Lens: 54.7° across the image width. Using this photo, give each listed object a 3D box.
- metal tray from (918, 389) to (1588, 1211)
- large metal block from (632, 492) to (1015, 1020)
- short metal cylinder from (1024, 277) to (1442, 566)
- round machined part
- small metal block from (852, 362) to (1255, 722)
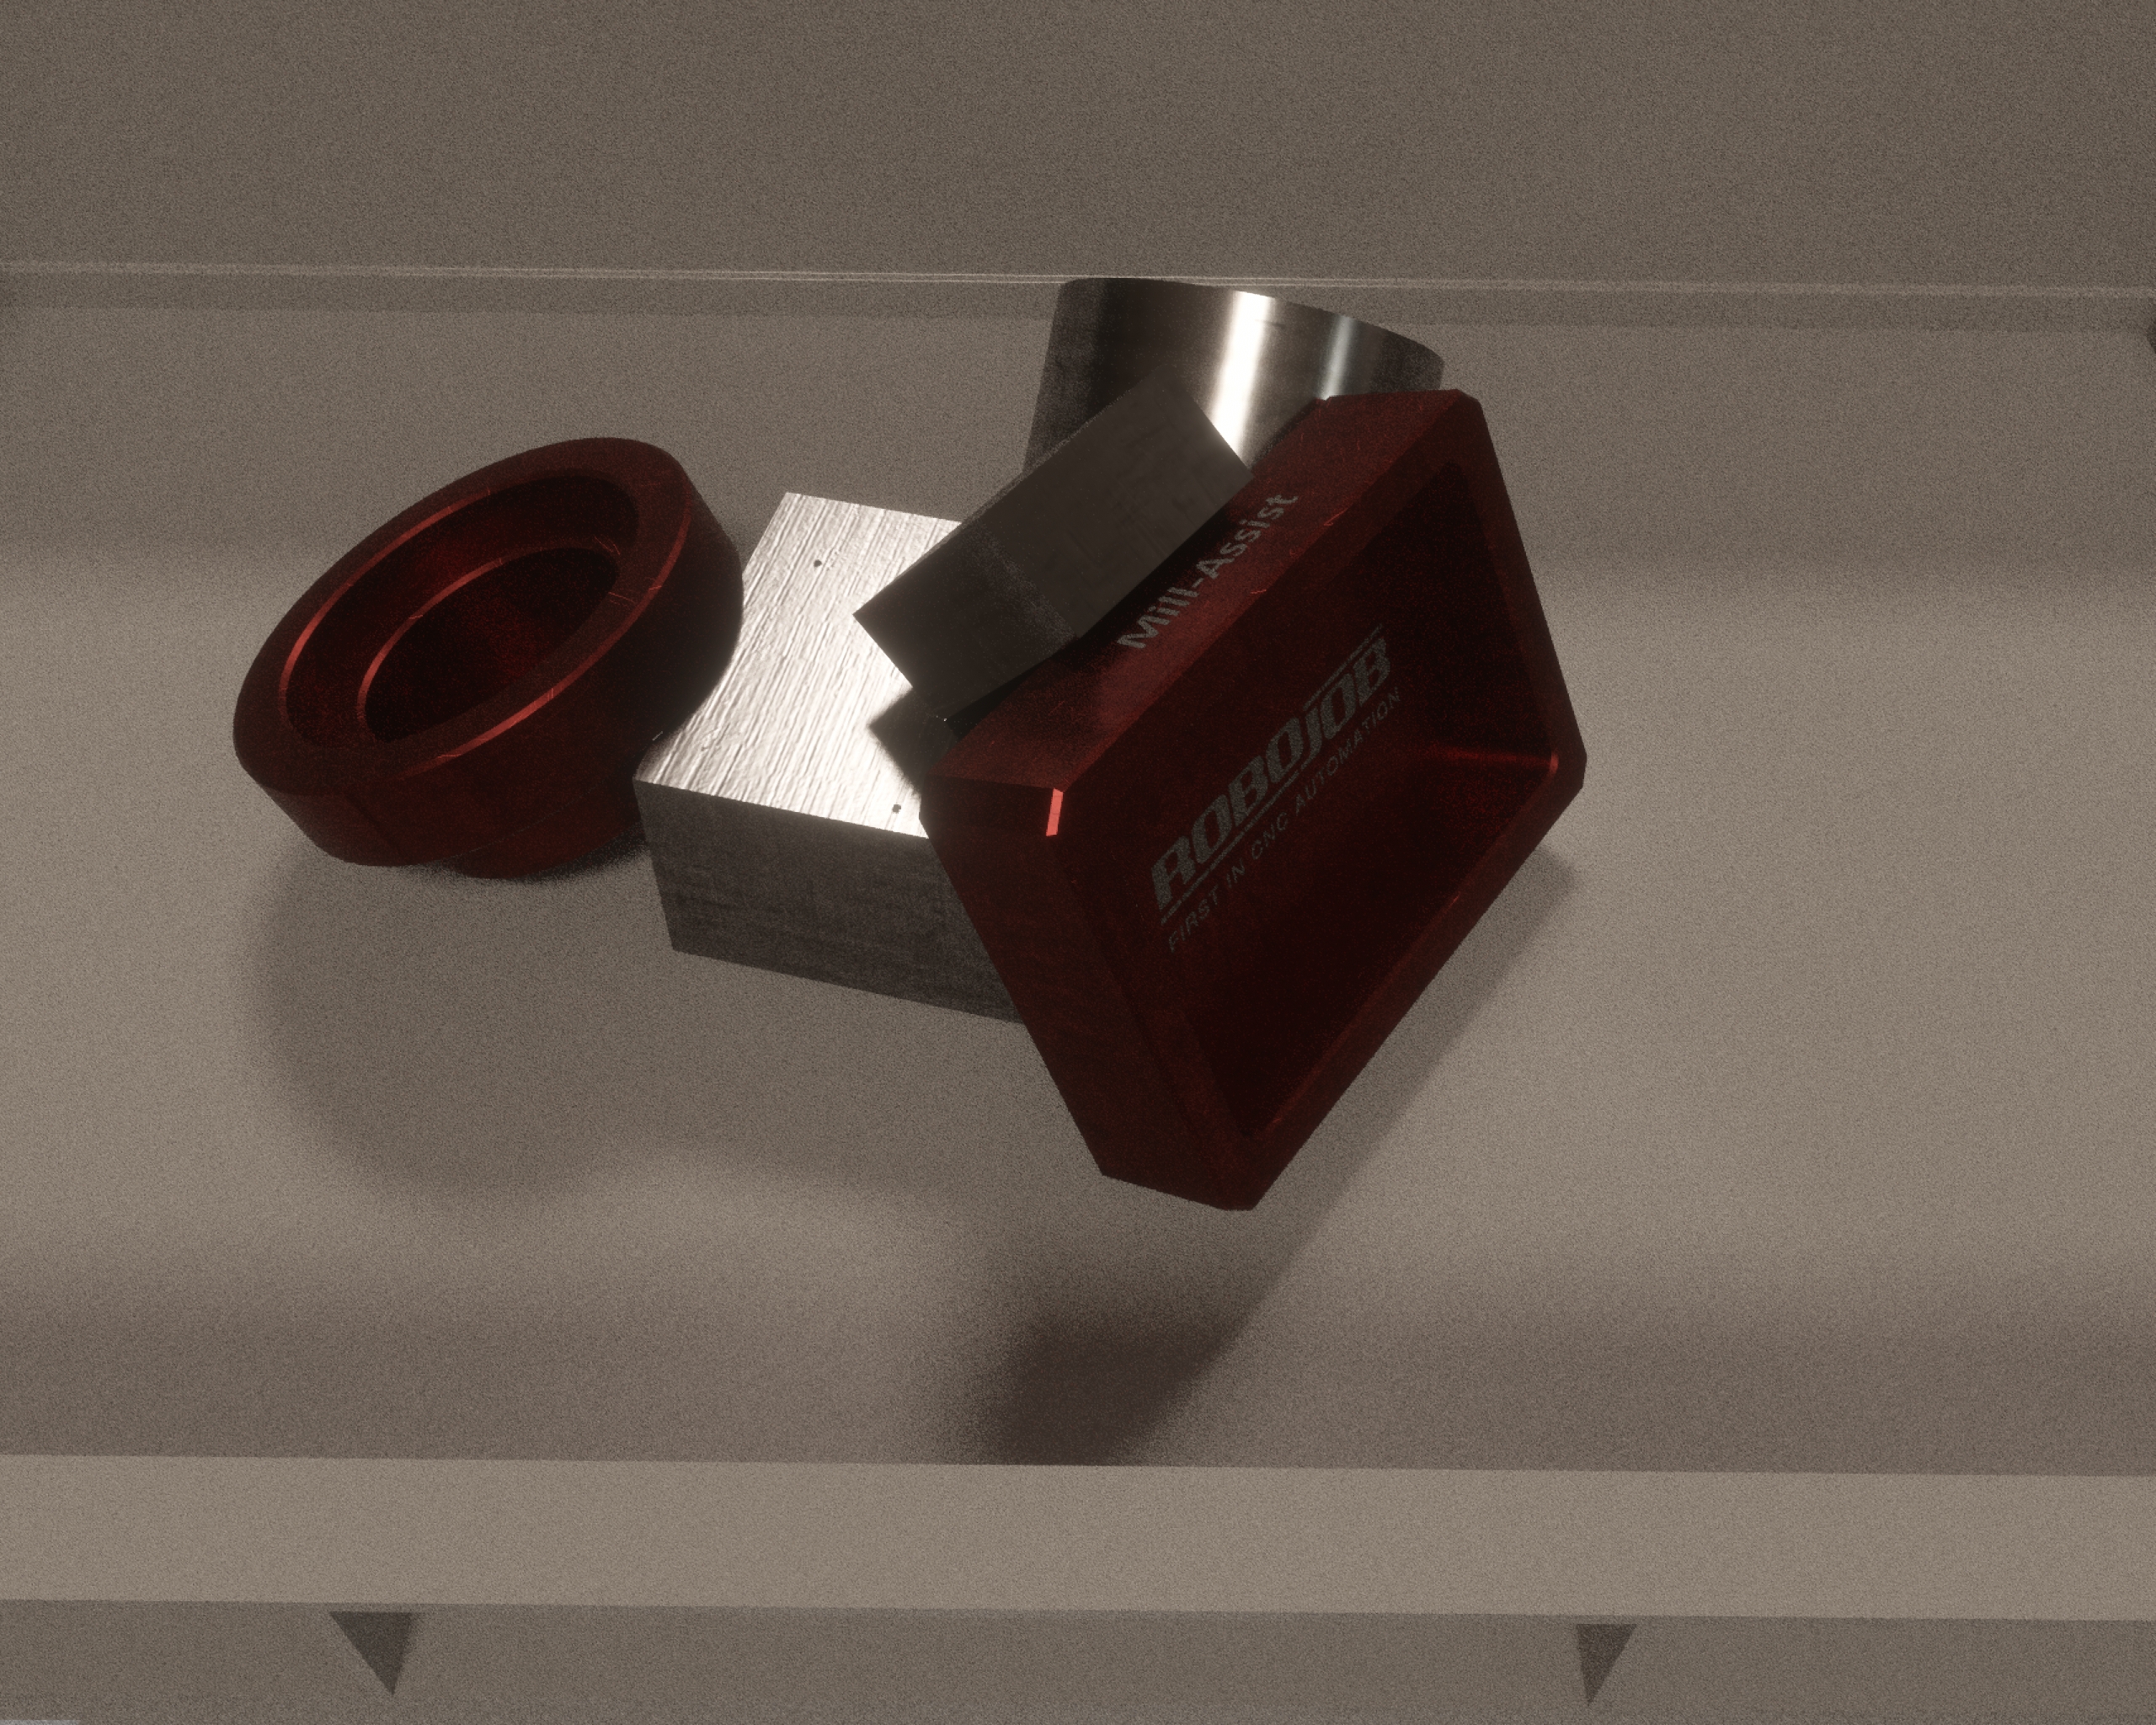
[{"bbox_3d":[0.038,-0.014,0.372,0.030,0.090,0.131,8,44,43],"label":"metal tray"},{"bbox_3d":[-0.029,-0.021,0.404,0.080,0.050,0.080,11,51,9],"label":"large metal block"},{"bbox_3d":[0.031,-0.085,0.431,0.080,0.080,0.050,13,95,10],"label":"short metal cylinder"},{"bbox_3d":[-0.108,-0.035,0.405,0.098,0.042,0.098,-16,42,15],"label":"round machined part"},{"bbox_3d":[-0.005,-0.055,0.366,0.025,0.050,0.050,51,59,-10],"label":"small metal block"}]
